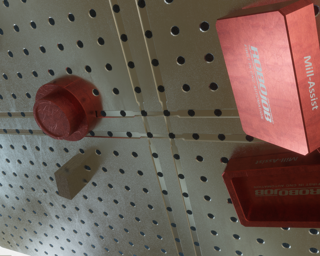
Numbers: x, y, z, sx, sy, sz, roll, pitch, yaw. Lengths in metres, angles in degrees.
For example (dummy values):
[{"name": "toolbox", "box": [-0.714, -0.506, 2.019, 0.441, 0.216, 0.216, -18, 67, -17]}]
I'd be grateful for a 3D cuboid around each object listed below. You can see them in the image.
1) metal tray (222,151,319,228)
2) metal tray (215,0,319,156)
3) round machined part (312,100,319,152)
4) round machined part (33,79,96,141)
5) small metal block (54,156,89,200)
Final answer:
[{"name": "metal tray", "box": [0.152, 0.077, 0.374, 0.130, 0.030, 0.090, -11, 113, 32]}, {"name": "metal tray", "box": [0.105, -0.046, 0.292, 0.090, 0.030, 0.129, 28, 142, 62]}, {"name": "round machined part", "box": [0.197, -0.008, 0.291, 0.098, 0.042, 0.097, 13, 124, 21]}, {"name": "round machined part", "box": [-0.149, -0.021, 0.466, 0.098, 0.042, 0.097, 13, 124, 21]}, {"name": "small metal block", "box": [-0.148, 0.084, 0.526, 0.025, 0.050, 0.050, 14, 124, 20]}]
